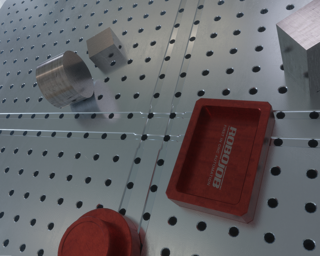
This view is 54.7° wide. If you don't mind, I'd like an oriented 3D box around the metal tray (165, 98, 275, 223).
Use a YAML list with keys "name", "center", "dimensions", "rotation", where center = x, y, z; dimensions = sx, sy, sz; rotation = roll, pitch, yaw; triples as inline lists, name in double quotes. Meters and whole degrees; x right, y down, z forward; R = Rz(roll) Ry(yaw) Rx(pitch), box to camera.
- name: "metal tray"
  center: [0.070, 0.030, 0.349]
  dimensions: [0.090, 0.030, 0.130]
  rotation: [7, 65, 31]

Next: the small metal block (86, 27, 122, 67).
- name: "small metal block"
  center: [-0.100, -0.144, 0.549]
  dimensions: [0.050, 0.025, 0.050]
  rotation: [-26, 53, 11]

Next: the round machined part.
- name: "round machined part"
  center: [-0.075, 0.139, 0.351]
  dimensions: [0.098, 0.042, 0.098]
  rotation: [-13, 56, 21]

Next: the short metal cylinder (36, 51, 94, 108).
- name: "short metal cylinder"
  center: [-0.151, -0.078, 0.500]
  dimensions: [0.050, 0.080, 0.080]
  rotation: [-20, 54, 17]

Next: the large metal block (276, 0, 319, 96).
- name: "large metal block"
  center: [0.181, -0.094, 0.336]
  dimensions: [0.080, 0.080, 0.050]
  rotation: [-32, 52, 7]
